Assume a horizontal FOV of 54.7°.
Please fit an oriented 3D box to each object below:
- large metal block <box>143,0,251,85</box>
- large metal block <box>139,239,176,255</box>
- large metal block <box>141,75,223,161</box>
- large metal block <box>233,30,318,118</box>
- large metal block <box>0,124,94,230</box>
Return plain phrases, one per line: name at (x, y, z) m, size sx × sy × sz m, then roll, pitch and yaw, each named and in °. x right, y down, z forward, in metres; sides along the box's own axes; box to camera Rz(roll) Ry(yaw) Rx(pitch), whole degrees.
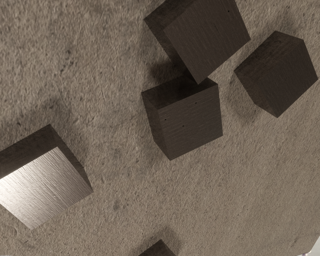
large metal block at (0.043, -0.111, 0.347) m, size 0.080 × 0.050 × 0.080 m, roll -41°, pitch 130°, yaw -1°
large metal block at (-0.005, 0.258, 0.550) m, size 0.080 × 0.050 × 0.080 m, roll -35°, pitch 129°, yaw -6°
large metal block at (0.030, -0.017, 0.398) m, size 0.081 × 0.050 × 0.080 m, roll -24°, pitch 128°, yaw -14°
large metal block at (0.164, -0.075, 0.437) m, size 0.080 × 0.050 × 0.080 m, roll -44°, pitch 130°, yaw 2°
large metal block at (-0.136, 0.056, 0.352) m, size 0.080 × 0.050 × 0.080 m, roll -31°, pitch 129°, yaw -9°
